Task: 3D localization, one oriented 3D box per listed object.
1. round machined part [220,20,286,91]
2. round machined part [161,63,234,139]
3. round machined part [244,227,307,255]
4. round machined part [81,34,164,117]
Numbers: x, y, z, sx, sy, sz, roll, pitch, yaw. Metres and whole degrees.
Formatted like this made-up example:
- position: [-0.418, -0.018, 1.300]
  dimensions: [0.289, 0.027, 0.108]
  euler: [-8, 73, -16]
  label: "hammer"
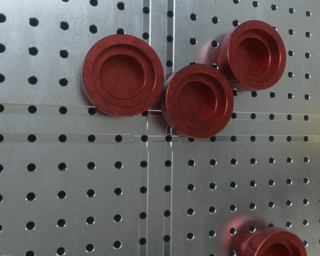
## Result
- position: [0.130, -0.101, 0.451]
  dimensions: [0.099, 0.042, 0.097]
  euler: [0, 90, -20]
  label: "round machined part"
- position: [0.047, -0.035, 0.420]
  dimensions: [0.099, 0.042, 0.097]
  euler: [0, 90, -20]
  label: "round machined part"
- position: [0.167, 0.197, 0.465]
  dimensions: [0.099, 0.042, 0.097]
  euler: [0, 90, -20]
  label: "round machined part"
- position: [-0.048, -0.062, 0.386]
  dimensions: [0.099, 0.042, 0.097]
  euler: [0, 90, -20]
  label: "round machined part"
